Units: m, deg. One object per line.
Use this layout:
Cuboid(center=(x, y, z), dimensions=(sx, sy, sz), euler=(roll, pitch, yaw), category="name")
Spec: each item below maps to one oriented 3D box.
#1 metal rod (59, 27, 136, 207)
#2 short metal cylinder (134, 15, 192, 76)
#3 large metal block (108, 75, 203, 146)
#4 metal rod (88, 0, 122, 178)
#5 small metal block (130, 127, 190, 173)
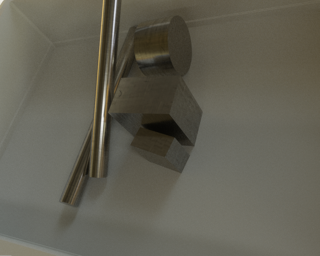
Cuboid(center=(-0.080, -0.031, 0.465), dimensions=(0.025, 0.025, 0.300), euler=(3, 63, 29), category="metal rod")
Cuboid(center=(0.006, -0.112, 0.435), dimensions=(0.050, 0.080, 0.080), euler=(0, 62, 28), category="short metal cylinder")
Cuboid(center=(-0.002, -0.019, 0.382), dimensions=(0.080, 0.080, 0.050), euler=(3, 63, 29), category="large metal block")
Cuboid(center=(-0.071, -0.084, 0.415), dimensions=(0.025, 0.025, 0.298), euler=(3, 88, 29), category="metal rod")
Cuboid(center=(0.001, 0.027, 0.371), dimensions=(0.050, 0.050, 0.025), euler=(16, 70, 34), category="small metal block")
